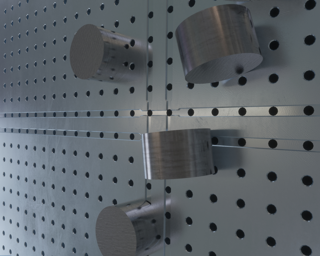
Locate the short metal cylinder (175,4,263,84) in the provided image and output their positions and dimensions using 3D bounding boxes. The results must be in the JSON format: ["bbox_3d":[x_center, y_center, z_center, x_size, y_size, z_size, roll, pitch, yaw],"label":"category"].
[{"bbox_3d":[0.060,-0.084,0.324,0.080,0.081,0.050,-19,78,38],"label":"short metal cylinder"}]

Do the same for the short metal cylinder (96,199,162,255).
[{"bbox_3d":[-0.044,0.143,0.429,0.080,0.050,0.079,0,90,40],"label":"short metal cylinder"}]

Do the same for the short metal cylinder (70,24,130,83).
[{"bbox_3d":[-0.091,-0.111,0.469,0.080,0.050,0.079,0,90,40],"label":"short metal cylinder"}]

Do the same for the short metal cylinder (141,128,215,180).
[{"bbox_3d":[0.020,0.029,0.357,0.080,0.081,0.050,-8,85,40],"label":"short metal cylinder"}]
